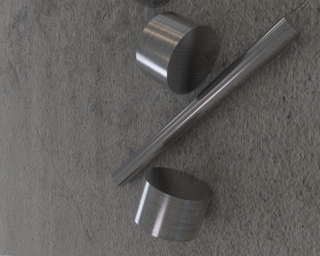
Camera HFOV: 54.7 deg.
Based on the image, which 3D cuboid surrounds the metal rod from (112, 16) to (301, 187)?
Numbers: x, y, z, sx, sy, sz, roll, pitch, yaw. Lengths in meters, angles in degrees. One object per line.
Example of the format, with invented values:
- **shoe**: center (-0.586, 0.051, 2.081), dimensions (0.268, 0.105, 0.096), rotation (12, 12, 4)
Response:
- **metal rod**: center (0.034, -0.012, 0.376), dimensions (0.299, 0.025, 0.025), rotation (-43, 64, 31)

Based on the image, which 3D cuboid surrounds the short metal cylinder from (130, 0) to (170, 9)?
- **short metal cylinder**: center (-0.019, -0.204, 0.404), dimensions (0.080, 0.050, 0.080), rotation (0, 90, 40)

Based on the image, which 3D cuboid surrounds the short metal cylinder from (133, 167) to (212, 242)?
- **short metal cylinder**: center (0.014, 0.085, 0.358), dimensions (0.080, 0.081, 0.050), rotation (26, 106, 37)

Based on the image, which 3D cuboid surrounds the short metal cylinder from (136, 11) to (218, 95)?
- **short metal cylinder**: center (0.020, -0.085, 0.352), dimensions (0.050, 0.081, 0.079), rotation (37, 113, 34)
